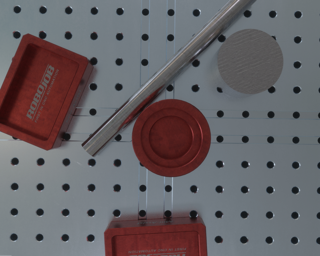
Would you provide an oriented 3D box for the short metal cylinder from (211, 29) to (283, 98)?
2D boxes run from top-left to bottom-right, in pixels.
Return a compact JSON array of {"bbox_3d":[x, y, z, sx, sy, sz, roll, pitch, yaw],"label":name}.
[{"bbox_3d":[0.110,-0.081,0.402,0.081,0.050,0.079,0,90,0],"label":"short metal cylinder"}]

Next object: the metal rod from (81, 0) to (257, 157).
[{"bbox_3d":[0.012,-0.074,0.413,0.300,0.025,0.025,-44,90,0],"label":"metal rod"}]

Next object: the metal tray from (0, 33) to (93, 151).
[{"bbox_3d":[-0.156,-0.046,0.409,0.090,0.030,0.129,23,90,0],"label":"metal tray"}]

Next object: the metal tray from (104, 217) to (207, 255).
[{"bbox_3d":[-0.004,0.170,0.410,0.131,0.030,0.089,-3,90,0],"label":"metal tray"}]

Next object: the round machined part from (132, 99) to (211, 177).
[{"bbox_3d":[0.014,0.012,0.405,0.099,0.042,0.097,0,90,0],"label":"round machined part"}]
